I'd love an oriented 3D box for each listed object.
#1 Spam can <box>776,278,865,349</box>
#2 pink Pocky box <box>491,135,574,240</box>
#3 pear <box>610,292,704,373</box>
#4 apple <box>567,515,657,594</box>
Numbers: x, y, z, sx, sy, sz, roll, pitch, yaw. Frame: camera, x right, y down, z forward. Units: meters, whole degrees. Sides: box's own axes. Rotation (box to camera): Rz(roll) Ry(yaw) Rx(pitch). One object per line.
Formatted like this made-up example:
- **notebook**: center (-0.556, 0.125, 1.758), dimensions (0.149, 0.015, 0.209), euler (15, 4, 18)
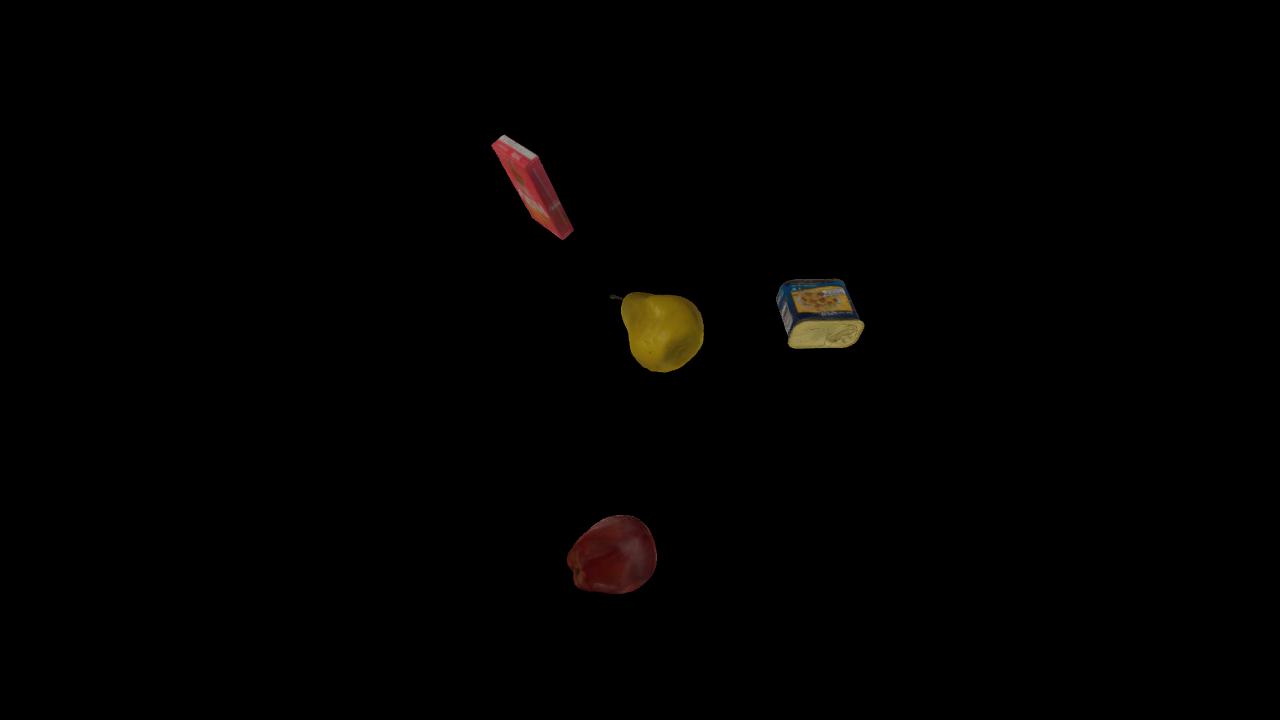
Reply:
- **Spam can**: center (0.248, -0.066, 0.857), dimensions (0.101, 0.085, 0.058), euler (-1, -39, -8)
- **pink Pocky box**: center (-0.155, -0.251, 0.909), dimensions (0.084, 0.029, 0.155), euler (40, -13, 30)
- **pear**: center (0.014, -0.042, 0.623), dimensions (0.080, 0.080, 0.111), euler (0, 43, -44)
- **apple**: center (-0.026, 0.206, 0.643), dimensions (0.093, 0.079, 0.079), euler (-8, 4, -35)
